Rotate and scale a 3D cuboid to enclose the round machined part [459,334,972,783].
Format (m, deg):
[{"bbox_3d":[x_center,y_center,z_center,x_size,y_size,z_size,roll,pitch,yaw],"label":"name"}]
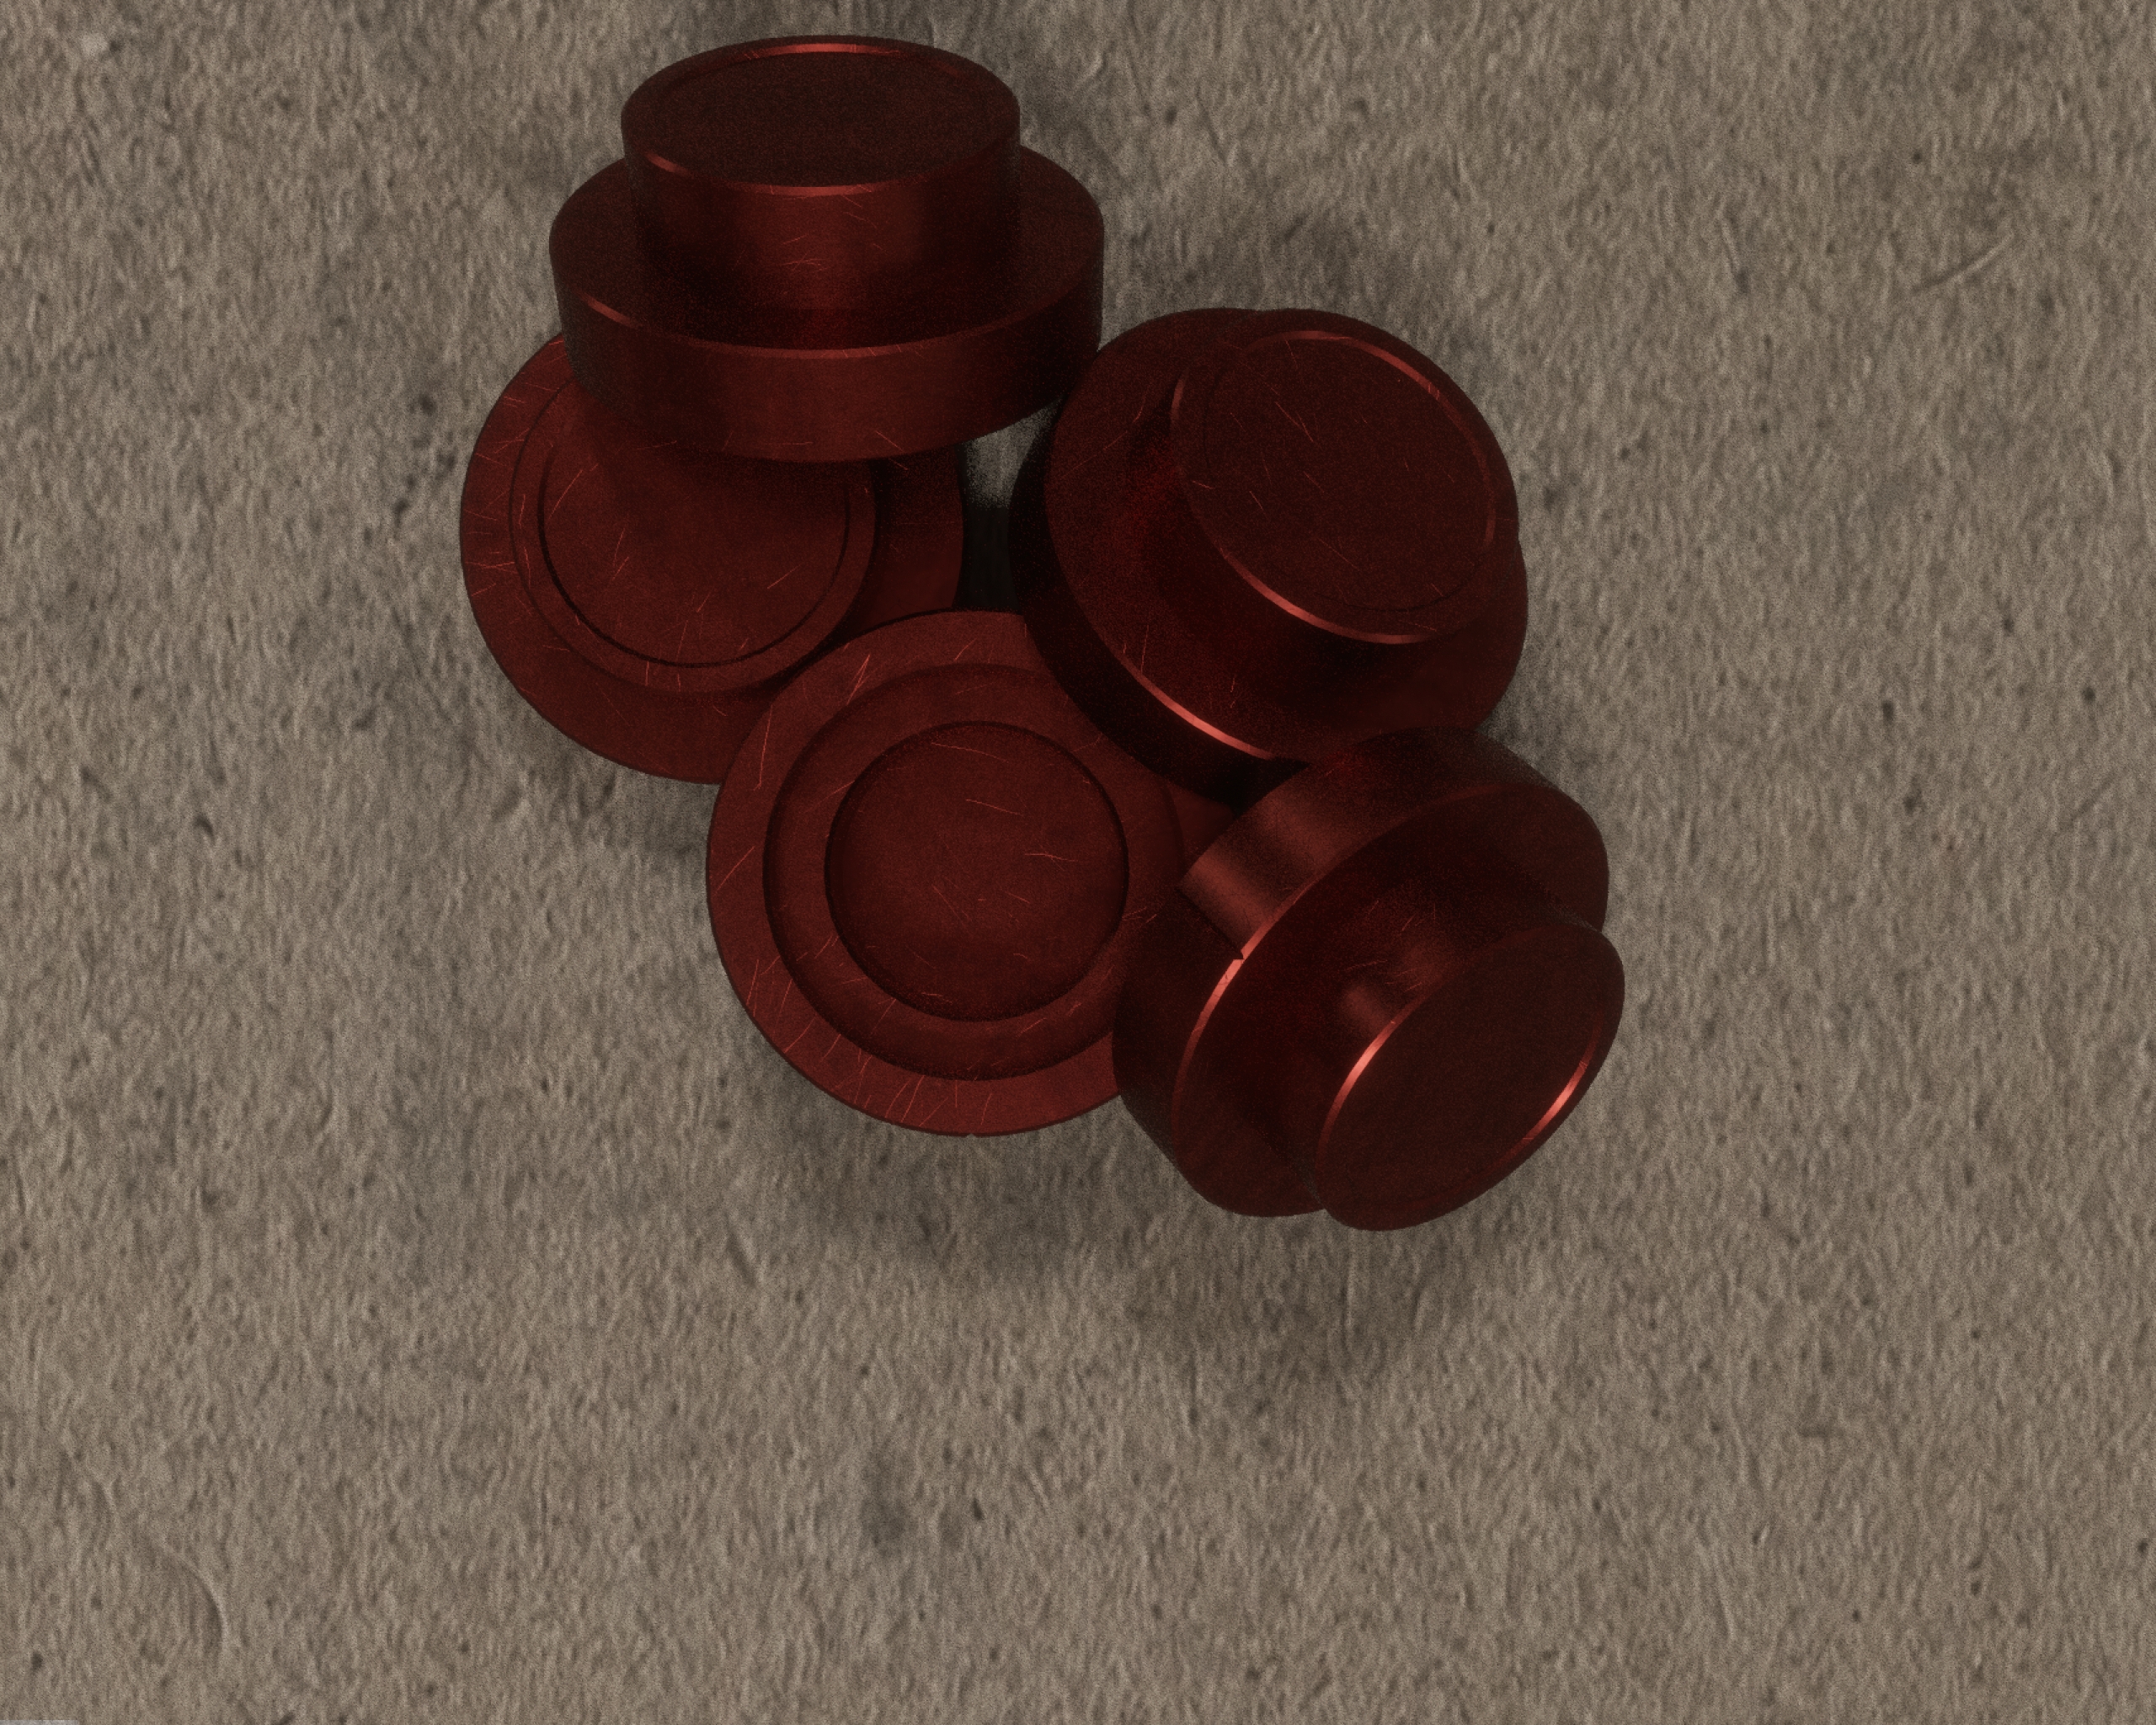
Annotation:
[{"bbox_3d":[-0.070,-0.064,0.403,0.099,0.042,0.097,0,90,-1],"label":"round machined part"}]

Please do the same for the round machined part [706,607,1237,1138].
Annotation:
[{"bbox_3d":[-0.019,0.002,0.402,0.099,0.042,0.097,0,90,-1],"label":"round machined part"}]

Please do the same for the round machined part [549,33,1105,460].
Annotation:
[{"bbox_3d":[-0.044,-0.115,0.373,0.099,0.098,0.042,1,132,-1],"label":"round machined part"}]

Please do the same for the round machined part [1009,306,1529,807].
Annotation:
[{"bbox_3d":[0.040,-0.061,0.381,0.099,0.042,0.098,9,65,-19],"label":"round machined part"}]

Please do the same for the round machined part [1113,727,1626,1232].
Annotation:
[{"bbox_3d":[0.059,0.028,0.376,0.098,0.098,0.042,-43,50,0],"label":"round machined part"}]
